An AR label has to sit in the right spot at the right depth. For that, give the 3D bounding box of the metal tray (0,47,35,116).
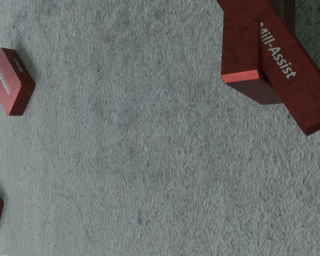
[{"bbox_3d":[-0.321,-0.099,0.667,0.130,0.030,0.090,51,120,27],"label":"metal tray"}]

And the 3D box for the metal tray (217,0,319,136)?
[{"bbox_3d":[0.106,-0.059,0.261,0.030,0.091,0.130,-36,75,29],"label":"metal tray"}]

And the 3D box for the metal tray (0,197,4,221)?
[{"bbox_3d":[-0.432,0.187,0.759,0.130,0.030,0.089,31,109,35],"label":"metal tray"}]

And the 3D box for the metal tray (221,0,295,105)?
[{"bbox_3d":[0.091,-0.093,0.274,0.030,0.091,0.129,-3,79,39],"label":"metal tray"}]
